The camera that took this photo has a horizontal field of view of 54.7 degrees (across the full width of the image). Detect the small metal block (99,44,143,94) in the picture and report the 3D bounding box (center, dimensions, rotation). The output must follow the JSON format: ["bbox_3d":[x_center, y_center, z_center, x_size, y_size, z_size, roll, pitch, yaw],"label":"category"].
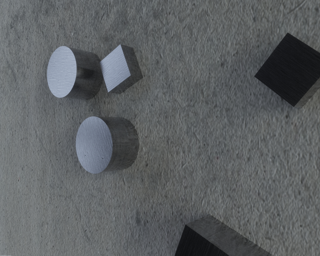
[{"bbox_3d":[-0.057,-0.084,0.450,0.050,0.025,0.050,-30,72,35],"label":"small metal block"}]

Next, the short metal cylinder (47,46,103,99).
[{"bbox_3d":[-0.137,-0.087,0.499,0.080,0.050,0.079,0,90,39],"label":"short metal cylinder"}]

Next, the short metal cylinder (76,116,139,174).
[{"bbox_3d":[-0.077,0.024,0.450,0.080,0.050,0.079,0,90,39],"label":"short metal cylinder"}]

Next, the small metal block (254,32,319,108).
[{"bbox_3d":[0.130,-0.054,0.297,0.050,0.025,0.050,48,118,29],"label":"small metal block"}]

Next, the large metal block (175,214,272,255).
[{"bbox_3d":[0.061,0.155,0.337,0.080,0.050,0.079,27,107,36],"label":"large metal block"}]
